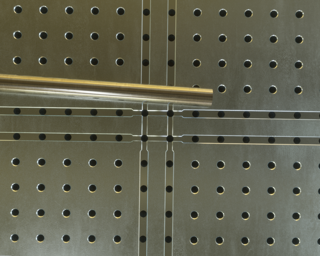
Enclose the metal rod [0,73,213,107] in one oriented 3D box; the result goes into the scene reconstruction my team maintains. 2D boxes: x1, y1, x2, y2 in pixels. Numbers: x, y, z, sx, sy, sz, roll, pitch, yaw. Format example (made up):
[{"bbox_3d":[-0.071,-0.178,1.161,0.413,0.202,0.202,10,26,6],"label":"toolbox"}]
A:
[{"bbox_3d":[-0.082,-0.051,0.412,0.302,0.025,0.025,4,90,0],"label":"metal rod"}]
